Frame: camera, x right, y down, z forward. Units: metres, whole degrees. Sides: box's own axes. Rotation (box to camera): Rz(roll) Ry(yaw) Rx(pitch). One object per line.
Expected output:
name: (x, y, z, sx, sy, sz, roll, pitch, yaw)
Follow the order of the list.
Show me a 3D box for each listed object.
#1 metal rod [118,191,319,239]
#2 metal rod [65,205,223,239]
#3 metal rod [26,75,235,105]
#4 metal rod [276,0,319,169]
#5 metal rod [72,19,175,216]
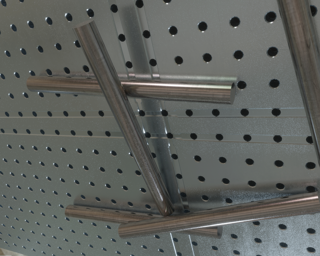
metal rod: (0.064, 0.128, 0.437, 0.300, 0.025, 0.025, -18, 109, 29)
metal rod: (-0.043, 0.156, 0.528, 0.300, 0.025, 0.025, -2, 117, 29)
metal rod: (-0.055, -0.052, 0.406, 0.301, 0.025, 0.025, 6, 121, 24)
metal rod: (0.147, -0.051, 0.302, 0.025, 0.025, 0.299, -11, 113, 32)
metal rod: (-0.036, 0.008, 0.409, 0.025, 0.025, 0.299, -3, 125, 29)
